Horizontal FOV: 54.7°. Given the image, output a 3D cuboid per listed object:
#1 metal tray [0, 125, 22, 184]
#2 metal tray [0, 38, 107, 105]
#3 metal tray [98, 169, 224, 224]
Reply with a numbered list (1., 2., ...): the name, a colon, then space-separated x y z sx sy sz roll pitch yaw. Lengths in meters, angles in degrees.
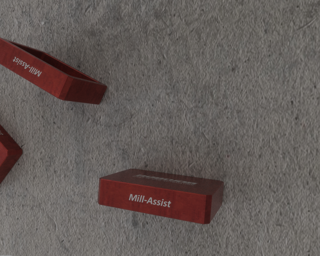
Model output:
1. metal tray: -0.298 0.028 0.511 0.130 0.030 0.090 43 103 14
2. metal tray: -0.150 -0.076 0.427 0.130 0.090 0.030 29 100 17
3. metal tray: 0.004 0.077 0.372 0.130 0.090 0.030 5 92 20
